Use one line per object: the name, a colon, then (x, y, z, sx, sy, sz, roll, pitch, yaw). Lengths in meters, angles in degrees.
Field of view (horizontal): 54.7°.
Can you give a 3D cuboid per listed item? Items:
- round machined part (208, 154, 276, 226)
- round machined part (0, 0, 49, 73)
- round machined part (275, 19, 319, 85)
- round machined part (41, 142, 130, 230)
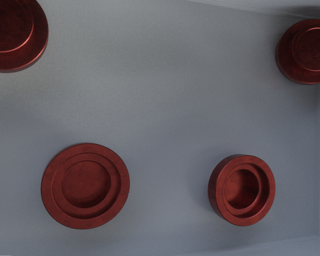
round machined part: (0.111, 0.086, 0.443, 0.099, 0.042, 0.097, 0, 90, -20)
round machined part: (-0.174, -0.112, 0.337, 0.099, 0.042, 0.097, 0, 90, -20)
round machined part: (0.228, -0.115, 0.463, 0.098, 0.042, 0.097, 0, 90, 9)
round machined part: (-0.089, 0.066, 0.369, 0.099, 0.042, 0.097, 0, 90, -20)
